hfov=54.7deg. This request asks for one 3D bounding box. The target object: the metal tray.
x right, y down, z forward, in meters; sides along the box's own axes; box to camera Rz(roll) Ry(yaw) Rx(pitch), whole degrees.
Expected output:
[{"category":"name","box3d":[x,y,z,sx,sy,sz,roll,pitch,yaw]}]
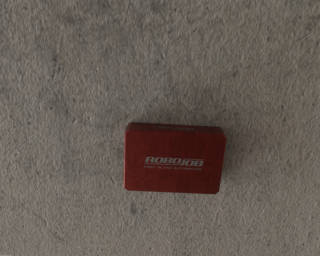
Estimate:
[{"category":"metal tray","box3d":[0.018,0.042,0.423,0.131,0.030,0.089,3,110,-2]}]
